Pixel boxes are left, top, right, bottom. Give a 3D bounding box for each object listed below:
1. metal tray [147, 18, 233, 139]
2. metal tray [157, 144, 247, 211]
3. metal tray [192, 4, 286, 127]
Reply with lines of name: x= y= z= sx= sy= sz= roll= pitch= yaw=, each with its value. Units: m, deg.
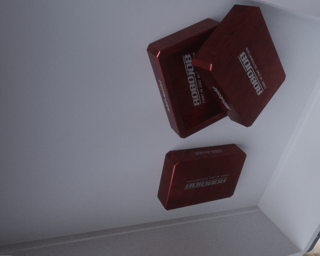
metal tray: x=0.045 y=-0.059 z=0.393 sx=0.090 sy=0.030 sz=0.129 roll=-27 pitch=128 yaw=-11
metal tray: x=0.066 y=0.076 z=0.488 sx=0.131 sy=0.030 sz=0.089 roll=-4 pitch=121 yaw=-26
metal tray: x=0.102 y=-0.071 z=0.379 sx=0.090 sy=0.030 sz=0.130 roll=-53 pitch=135 yaw=-6
